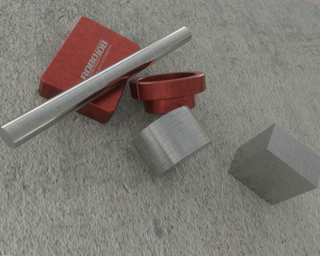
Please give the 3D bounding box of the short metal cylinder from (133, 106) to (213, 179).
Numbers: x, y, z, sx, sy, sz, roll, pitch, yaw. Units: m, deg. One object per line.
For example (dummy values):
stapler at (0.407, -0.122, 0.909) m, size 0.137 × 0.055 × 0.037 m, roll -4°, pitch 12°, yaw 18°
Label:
short metal cylinder at (0.015, 0.018, 0.367) m, size 0.081 × 0.080 × 0.050 m, roll -26°, pitch 76°, yaw -37°

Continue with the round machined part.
round machined part at (0.011, -0.046, 0.405) m, size 0.099 × 0.098 × 0.042 m, roll -18°, pitch 109°, yaw -35°

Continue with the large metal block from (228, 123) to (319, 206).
large metal block at (0.155, 0.052, 0.423) m, size 0.080 × 0.080 × 0.050 m, roll 37°, pitch 51°, yaw -4°

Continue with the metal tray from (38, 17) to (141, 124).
metal tray at (-0.086, -0.078, 0.403) m, size 0.090 × 0.030 × 0.130 m, roll 25°, pitch 53°, yaw -13°

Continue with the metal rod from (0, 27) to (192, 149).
metal rod at (-0.051, -0.067, 0.378) m, size 0.025 × 0.025 × 0.302 m, roll 47°, pitch 51°, yaw 4°
